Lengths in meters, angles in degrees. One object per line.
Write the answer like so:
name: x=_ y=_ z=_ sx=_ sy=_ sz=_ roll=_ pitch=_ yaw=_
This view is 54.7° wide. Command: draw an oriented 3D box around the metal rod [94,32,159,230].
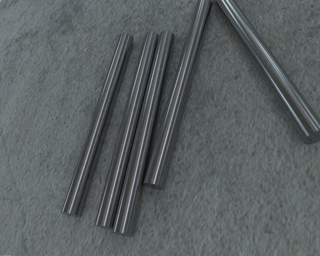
metal rod: x=-0.039 y=-0.015 z=0.431 sx=0.025 sy=0.025 sz=0.299 roll=-3 pitch=60 yaw=26

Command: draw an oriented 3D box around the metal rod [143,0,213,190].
metal rod: x=0.031 y=-0.063 z=0.424 sx=0.025 sy=0.025 sz=0.300 roll=2 pitch=63 yaw=29

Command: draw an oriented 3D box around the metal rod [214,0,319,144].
metal rod: x=0.124 y=-0.106 z=0.403 sx=0.025 sy=0.025 sz=0.299 roll=-26 pitch=53 yaw=12

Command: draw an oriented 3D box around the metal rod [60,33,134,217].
metal rod: x=-0.085 y=-0.021 z=0.459 sx=0.025 sy=0.025 sz=0.299 roll=-2 pitch=61 yaw=27

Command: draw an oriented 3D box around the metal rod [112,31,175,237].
metal rod: x=-0.015 y=-0.011 z=0.417 sx=0.025 sy=0.025 sz=0.299 roll=-3 pitch=60 yaw=26
